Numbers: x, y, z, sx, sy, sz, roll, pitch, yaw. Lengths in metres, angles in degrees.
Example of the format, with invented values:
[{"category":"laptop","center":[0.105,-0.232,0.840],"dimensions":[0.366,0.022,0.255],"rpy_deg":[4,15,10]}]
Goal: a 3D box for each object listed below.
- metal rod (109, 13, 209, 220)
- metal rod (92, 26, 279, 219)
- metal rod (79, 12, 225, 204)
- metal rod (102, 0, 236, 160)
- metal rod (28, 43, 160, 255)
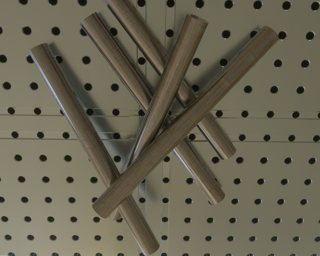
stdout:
[{"category":"metal rod","center":[-0.014,0.006,0.391],"dimensions":[0.025,0.025,0.298],"rpy_deg":[20,118,-8]},{"category":"metal rod","center":[0.030,-0.006,0.378],"dimensions":[0.025,0.025,0.300],"rpy_deg":[44,91,-15]},{"category":"metal rod","center":[0.000,-0.014,0.408],"dimensions":[0.025,0.025,0.299],"rpy_deg":[-33,107,11]},{"category":"metal rod","center":[0.005,-0.077,0.384],"dimensions":[0.025,0.025,0.300],"rpy_deg":[-35,107,11]},{"category":"metal rod","center":[-0.080,0.034,0.398],"dimensions":[0.025,0.025,0.299],"rpy_deg":[-26,99,9]}]
